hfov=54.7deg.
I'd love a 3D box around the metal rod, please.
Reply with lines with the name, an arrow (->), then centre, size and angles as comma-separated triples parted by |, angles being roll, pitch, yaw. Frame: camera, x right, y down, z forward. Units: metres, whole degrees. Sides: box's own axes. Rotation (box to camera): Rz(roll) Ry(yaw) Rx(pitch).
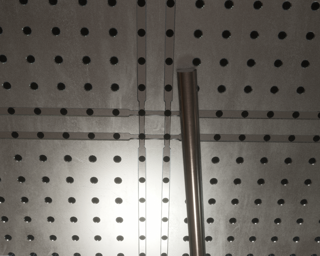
metal rod -> 0.047, 0.067, 0.438 | 0.025, 0.025, 0.298 | -5, 110, 1
